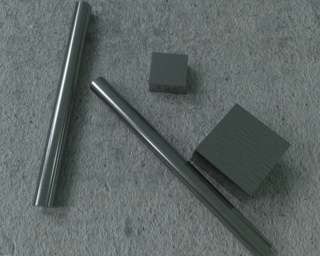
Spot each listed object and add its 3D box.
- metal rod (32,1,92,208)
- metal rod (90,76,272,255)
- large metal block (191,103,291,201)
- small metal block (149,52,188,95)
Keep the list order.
[{"bbox_3d":[-0.129,-0.046,0.423,0.025,0.025,0.299,4,70,1],"label":"metal rod"},{"bbox_3d":[0.017,0.040,0.393,0.025,0.025,0.300,-42,76,-14],"label":"metal rod"},{"bbox_3d":[0.097,0.030,0.385,0.080,0.050,0.080,40,75,13],"label":"large metal block"},{"bbox_3d":[0.012,-0.077,0.436,0.050,0.025,0.050,5,70,1],"label":"small metal block"}]
